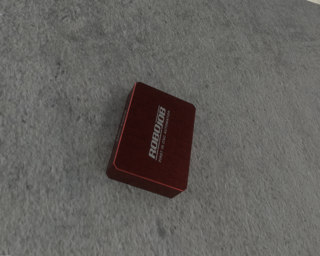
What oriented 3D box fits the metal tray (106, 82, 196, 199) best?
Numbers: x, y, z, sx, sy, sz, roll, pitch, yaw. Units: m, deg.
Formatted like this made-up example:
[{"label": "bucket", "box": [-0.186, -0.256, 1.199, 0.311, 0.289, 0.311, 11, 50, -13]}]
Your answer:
[{"label": "metal tray", "box": [-0.006, 0.012, 0.389, 0.090, 0.030, 0.130, 22, 54, -15]}]
